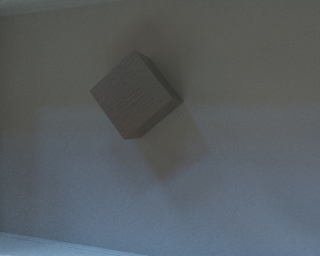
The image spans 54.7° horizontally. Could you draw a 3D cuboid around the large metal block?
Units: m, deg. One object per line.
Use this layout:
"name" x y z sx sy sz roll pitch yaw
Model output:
"large metal block" -0.030 -0.041 0.407 0.080 0.050 0.080 -40 78 15
